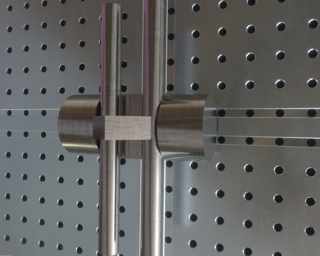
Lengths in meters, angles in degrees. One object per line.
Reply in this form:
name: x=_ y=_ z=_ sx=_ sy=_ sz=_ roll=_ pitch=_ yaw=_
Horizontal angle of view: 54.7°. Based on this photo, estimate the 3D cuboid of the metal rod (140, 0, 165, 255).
metal rod: x=-0.008 y=0.000 z=0.359 sx=0.025 sy=0.025 sz=0.298 roll=1 pitch=90 yaw=20

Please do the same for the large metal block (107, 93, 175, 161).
large metal block: x=-0.022 y=-0.002 z=0.403 sx=0.080 sy=0.050 sz=0.079 roll=1 pitch=90 yaw=20

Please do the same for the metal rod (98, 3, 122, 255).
metal rod: x=-0.060 y=0.002 z=0.377 sx=0.025 sy=0.025 sz=0.298 roll=1 pitch=90 yaw=20

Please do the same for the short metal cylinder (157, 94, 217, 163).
short metal cylinder: x=0.035 y=0.000 z=0.367 sx=0.050 sy=0.080 sz=0.079 roll=1 pitch=90 yaw=21

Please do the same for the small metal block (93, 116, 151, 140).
small metal block: x=-0.043 y=0.000 z=0.344 sx=0.050 sy=0.050 sz=0.025 roll=2 pitch=92 yaw=64

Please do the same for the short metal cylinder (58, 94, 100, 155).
short metal cylinder: x=-0.089 y=-0.005 z=0.411 sx=0.050 sy=0.080 sz=0.079 roll=2 pitch=91 yaw=20
